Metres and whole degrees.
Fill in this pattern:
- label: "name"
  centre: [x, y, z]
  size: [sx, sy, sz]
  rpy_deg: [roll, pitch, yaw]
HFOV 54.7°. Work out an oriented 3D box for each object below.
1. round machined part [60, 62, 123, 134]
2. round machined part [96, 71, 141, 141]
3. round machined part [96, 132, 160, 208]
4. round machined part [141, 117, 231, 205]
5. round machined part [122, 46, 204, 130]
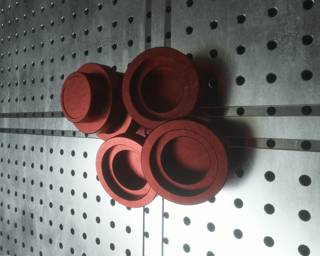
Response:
- label: "round machined part"
  centre: [-0.098, -0.040, 0.422]
  size: [0.098, 0.042, 0.097]
  rpy_deg: [0, 90, 39]
- label: "round machined part"
  centre: [-0.057, -0.030, 0.442]
  size: [0.098, 0.042, 0.097]
  rpy_deg: [0, 90, 39]
- label: "round machined part"
  centre: [-0.034, 0.052, 0.413]
  size: [0.098, 0.042, 0.097]
  rpy_deg: [8, 108, 27]
- label: "round machined part"
  centre: [0.031, 0.035, 0.355]
  size: [0.098, 0.042, 0.097]
  rpy_deg: [3, 101, 18]
- label: "round machined part"
  centre: [0.006, -0.046, 0.379]
  size: [0.098, 0.042, 0.097]
  rpy_deg: [1, 91, 23]
